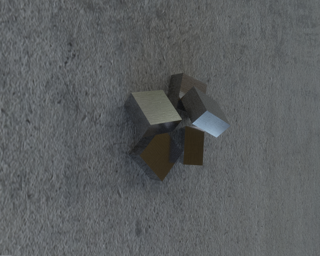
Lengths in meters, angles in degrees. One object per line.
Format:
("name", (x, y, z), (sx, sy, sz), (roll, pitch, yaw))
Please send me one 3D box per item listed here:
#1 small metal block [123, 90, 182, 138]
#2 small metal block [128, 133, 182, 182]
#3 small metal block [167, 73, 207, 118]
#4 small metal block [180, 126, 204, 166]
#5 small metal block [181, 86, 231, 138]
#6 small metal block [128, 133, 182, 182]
("small metal block", (-0.009, -0.019, 0.384), (0.050, 0.025, 0.050), (-10, 59, -40))
("small metal block", (-0.005, 0.033, 0.404), (0.050, 0.025, 0.050), (-53, 121, -27))
("small metal block", (0.037, -0.045, 0.440), (0.050, 0.025, 0.050), (18, 79, -39))
("small metal block", (0.043, 0.024, 0.426), (0.025, 0.050, 0.050), (4, 87, -2))
("small metal block", (0.060, -0.021, 0.408), (0.050, 0.025, 0.050), (27, 30, -37))
("small metal block", (-0.005, 0.033, 0.404), (0.050, 0.025, 0.050), (-53, 121, -27))
